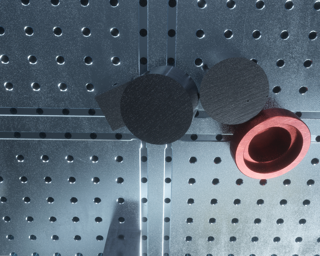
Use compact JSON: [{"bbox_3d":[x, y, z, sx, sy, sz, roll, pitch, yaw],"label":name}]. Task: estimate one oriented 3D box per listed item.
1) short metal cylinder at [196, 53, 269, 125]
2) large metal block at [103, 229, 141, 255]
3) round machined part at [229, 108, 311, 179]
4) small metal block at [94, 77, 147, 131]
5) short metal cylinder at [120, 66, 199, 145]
[{"bbox_3d":[0.086,-0.050,0.382,0.081,0.050,0.079,0,110,0],"label":"short metal cylinder"},{"bbox_3d":[-0.057,0.210,0.461,0.050,0.080,0.079,2,110,-1],"label":"large metal block"},{"bbox_3d":[0.138,0.016,0.403,0.099,0.042,0.097,-4,123,-7],"label":"round machined part"},{"bbox_3d":[-0.048,-0.031,0.401,0.050,0.025,0.050,-23,109,8],"label":"small metal block"},{"bbox_3d":[0.002,-0.027,0.354,0.080,0.050,0.079,5,112,13],"label":"short metal cylinder"}]
